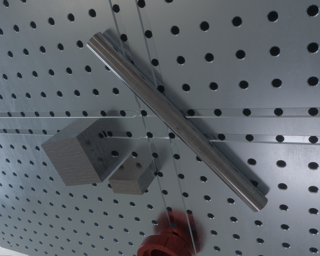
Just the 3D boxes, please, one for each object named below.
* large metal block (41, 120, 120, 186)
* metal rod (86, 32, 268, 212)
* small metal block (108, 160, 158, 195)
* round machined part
[{"bbox_3d":[-0.124,0.041,0.486,0.080,0.050,0.080,-12,113,33],"label":"large metal block"},{"bbox_3d":[0.024,-0.005,0.395,0.300,0.025,0.025,45,129,-3],"label":"metal rod"},{"bbox_3d":[-0.039,0.073,0.461,0.050,0.050,0.025,-3,117,29],"label":"small metal block"},{"bbox_3d":[0.014,0.218,0.528,0.098,0.042,0.097,13,124,21],"label":"round machined part"}]
